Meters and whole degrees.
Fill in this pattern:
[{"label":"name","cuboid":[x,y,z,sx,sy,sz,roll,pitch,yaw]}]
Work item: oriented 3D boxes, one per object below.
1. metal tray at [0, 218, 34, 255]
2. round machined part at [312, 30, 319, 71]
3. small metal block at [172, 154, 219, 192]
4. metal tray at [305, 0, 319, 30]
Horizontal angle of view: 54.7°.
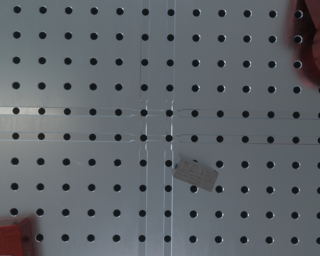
[{"label":"metal tray","cuboid":[-0.216,0.192,0.409,0.091,0.030,0.129,-7,90,0]},{"label":"round machined part","cuboid":[0.249,-0.104,0.407,0.099,0.042,0.097,0,90,0]},{"label":"small metal block","cuboid":[0.044,0.057,0.401,0.050,0.050,0.025,22,90,0]},{"label":"metal tray","cuboid":[0.257,-0.165,0.391,0.131,0.030,0.090,-1,59,0]}]
